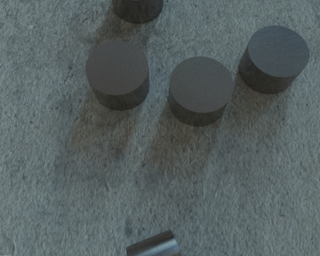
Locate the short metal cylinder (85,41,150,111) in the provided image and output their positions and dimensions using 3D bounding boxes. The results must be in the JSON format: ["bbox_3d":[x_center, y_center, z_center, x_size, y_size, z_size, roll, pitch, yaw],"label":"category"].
[{"bbox_3d":[-0.055,-0.070,0.420,0.081,0.050,0.080,0,70,0],"label":"short metal cylinder"}]

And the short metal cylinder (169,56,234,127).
[{"bbox_3d":[0.052,-0.047,0.413,0.081,0.050,0.080,0,70,0],"label":"short metal cylinder"}]

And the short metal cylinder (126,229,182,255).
[{"bbox_3d":[0.002,0.154,0.323,0.050,0.080,0.080,-20,72,-7],"label":"short metal cylinder"}]

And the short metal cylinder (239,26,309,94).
[{"bbox_3d":[0.156,-0.094,0.431,0.081,0.050,0.080,0,70,0],"label":"short metal cylinder"}]

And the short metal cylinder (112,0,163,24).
[{"bbox_3d":[-0.035,-0.208,0.470,0.081,0.050,0.080,0,70,0],"label":"short metal cylinder"}]
